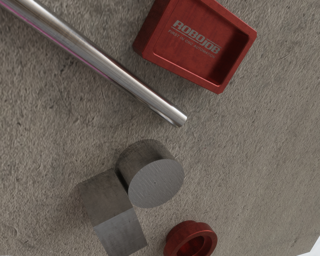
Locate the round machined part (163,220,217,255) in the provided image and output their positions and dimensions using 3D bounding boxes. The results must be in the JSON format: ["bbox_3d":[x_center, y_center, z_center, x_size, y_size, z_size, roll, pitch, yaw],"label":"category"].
[{"bbox_3d":[0.050,0.204,0.552,0.099,0.042,0.097,-14,125,-21],"label":"round machined part"}]

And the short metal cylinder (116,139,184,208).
[{"bbox_3d":[-0.014,0.062,0.423,0.081,0.050,0.079,-14,125,-21],"label":"short metal cylinder"}]

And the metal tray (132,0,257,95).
[{"bbox_3d":[0.044,-0.103,0.365,0.131,0.030,0.090,19,108,-36],"label":"metal tray"}]

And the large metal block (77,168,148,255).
[{"bbox_3d":[-0.063,0.114,0.409,0.050,0.080,0.080,-24,128,-14],"label":"large metal block"}]

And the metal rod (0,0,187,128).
[{"bbox_3d":[-0.072,-0.076,0.321,0.301,0.025,0.025,33,99,-39],"label":"metal rod"}]
